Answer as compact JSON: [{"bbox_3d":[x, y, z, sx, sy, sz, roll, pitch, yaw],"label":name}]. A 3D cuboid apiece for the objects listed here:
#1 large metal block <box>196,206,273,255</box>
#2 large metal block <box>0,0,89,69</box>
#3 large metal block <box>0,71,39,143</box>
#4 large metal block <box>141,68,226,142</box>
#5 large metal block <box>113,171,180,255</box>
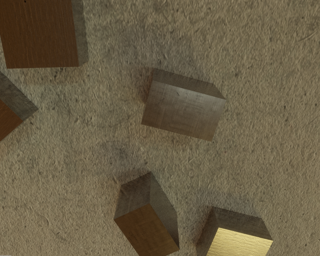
[{"bbox_3d":[0.107,0.173,0.461,0.080,0.050,0.079,16,109,-6],"label":"large metal block"},{"bbox_3d":[-0.131,-0.113,0.354,0.081,0.050,0.079,-2,110,0],"label":"large metal block"},{"bbox_3d":[-0.218,-0.022,0.386,0.080,0.050,0.080,-38,106,12],"label":"large metal block"},{"bbox_3d":[0.025,-0.031,0.369,0.080,0.080,0.050,14,110,-5],"label":"large metal block"},{"bbox_3d":[-0.016,0.120,0.424,0.050,0.080,0.080,-27,108,9],"label":"large metal block"}]
